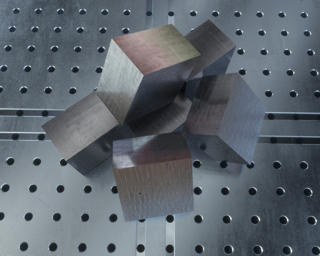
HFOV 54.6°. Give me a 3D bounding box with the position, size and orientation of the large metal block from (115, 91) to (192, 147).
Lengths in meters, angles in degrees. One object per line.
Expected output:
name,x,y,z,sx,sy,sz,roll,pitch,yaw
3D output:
large metal block,-0.008,-0.019,0.407,0.080,0.050,0.080,-37,74,-13

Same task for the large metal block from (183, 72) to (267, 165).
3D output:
large metal block,0.081,-0.010,0.379,0.050,0.080,0.080,2,63,45

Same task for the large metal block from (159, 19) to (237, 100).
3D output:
large metal block,0.046,-0.082,0.413,0.080,0.080,0.050,-37,75,-13

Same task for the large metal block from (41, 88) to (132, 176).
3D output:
large metal block,-0.083,0.007,0.378,0.080,0.080,0.050,-36,74,-12

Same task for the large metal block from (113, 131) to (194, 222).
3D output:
large metal block,-0.007,0.055,0.355,0.080,0.080,0.050,-8,34,-3

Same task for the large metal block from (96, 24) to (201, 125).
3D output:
large metal block,-0.014,-0.058,0.337,0.081,0.080,0.050,-27,70,-36
